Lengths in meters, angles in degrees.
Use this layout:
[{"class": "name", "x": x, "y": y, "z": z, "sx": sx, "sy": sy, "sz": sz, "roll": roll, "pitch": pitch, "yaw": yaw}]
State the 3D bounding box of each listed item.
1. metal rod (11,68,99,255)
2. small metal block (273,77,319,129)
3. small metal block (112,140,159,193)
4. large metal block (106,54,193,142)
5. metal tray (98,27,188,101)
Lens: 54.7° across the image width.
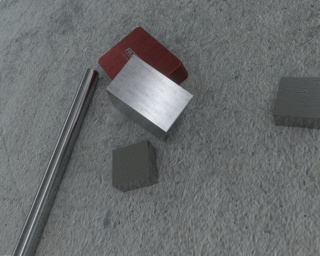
[{"class": "metal rod", "x": -0.145, "y": 0.040, "z": 0.453, "sx": 0.025, "sy": 0.025, "sz": 0.300, "roll": -1, "pitch": 61, "yaw": 27}, {"class": "small metal block", "x": 0.156, "y": -0.028, "z": 0.339, "sx": 0.050, "sy": 0.025, "sz": 0.050, "roll": 7, "pitch": 65, "yaw": 30}, {"class": "small metal block", "x": -0.032, "y": 0.048, "z": 0.389, "sx": 0.050, "sy": 0.025, "sz": 0.050, "roll": -17, "pitch": 55, "yaw": 18}, {"class": "large metal block", "x": -0.013, "y": -0.031, "z": 0.373, "sx": 0.080, "sy": 0.080, "sz": 0.050, "roll": 36, "pitch": 80, "yaw": 4}, {"class": "metal tray", "x": -0.030, "y": -0.092, "z": 0.471, "sx": 0.090, "sy": 0.030, "sz": 0.130, "roll": -40, "pitch": 51, "yaw": 0}]
